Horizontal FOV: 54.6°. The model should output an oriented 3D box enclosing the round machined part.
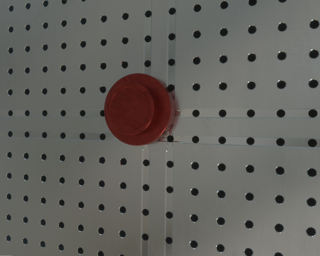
[{"bbox_3d":[-0.032,-0.025,0.415,0.098,0.042,0.097,0,90,20],"label":"round machined part"}]
